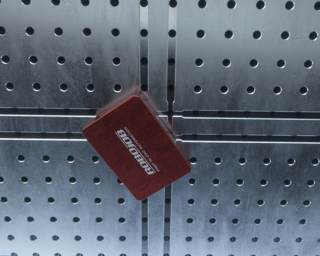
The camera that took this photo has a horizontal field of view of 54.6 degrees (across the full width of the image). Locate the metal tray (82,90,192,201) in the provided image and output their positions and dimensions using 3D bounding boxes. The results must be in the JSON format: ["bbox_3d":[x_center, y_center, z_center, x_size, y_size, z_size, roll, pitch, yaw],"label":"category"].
[{"bbox_3d":[-0.029,0.026,0.420,0.090,0.030,0.130,-33,107,11],"label":"metal tray"}]
